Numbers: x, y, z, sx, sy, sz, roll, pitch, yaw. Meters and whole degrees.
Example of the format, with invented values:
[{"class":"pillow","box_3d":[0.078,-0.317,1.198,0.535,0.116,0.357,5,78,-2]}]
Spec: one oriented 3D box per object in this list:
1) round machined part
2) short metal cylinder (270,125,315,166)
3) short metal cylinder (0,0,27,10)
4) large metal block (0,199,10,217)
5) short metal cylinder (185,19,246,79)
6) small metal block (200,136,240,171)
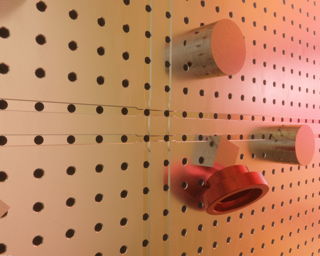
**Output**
[{"class":"round machined part","box_3d":[0.108,0.090,0.465,0.099,0.098,0.042,13,45,-39]},{"class":"short metal cylinder","box_3d":[0.263,0.033,0.613,0.081,0.050,0.080,0,90,-40]},{"class":"short metal cylinder","box_3d":[-0.143,-0.152,0.272,0.081,0.050,0.080,0,90,-40]},{"class":"large metal block","box_3d":[-0.184,0.064,0.239,0.080,0.050,0.080,-51,120,-28]},{"class":"short metal cylinder","box_3d":[0.083,-0.116,0.462,0.081,0.050,0.080,0,90,-40]},{"class":"small metal block","box_3d":[0.095,0.045,0.489,0.050,0.025,0.050,29,72,-36]}]
